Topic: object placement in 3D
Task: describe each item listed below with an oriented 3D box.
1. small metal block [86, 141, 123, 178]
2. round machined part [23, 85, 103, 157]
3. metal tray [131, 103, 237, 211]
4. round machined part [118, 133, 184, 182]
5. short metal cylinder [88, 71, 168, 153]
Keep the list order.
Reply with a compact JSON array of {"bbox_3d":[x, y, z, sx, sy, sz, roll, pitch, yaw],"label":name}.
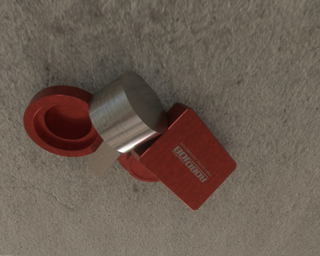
[{"bbox_3d":[-0.060,0.028,0.391,0.025,0.050,0.050,41,122,-1],"label":"small metal block"},{"bbox_3d":[-0.112,-0.012,0.385,0.099,0.042,0.097,-1,130,0],"label":"round machined part"},{"bbox_3d":[0.036,0.041,0.412,0.090,0.030,0.130,-46,122,-5],"label":"metal tray"},{"bbox_3d":[-0.011,0.038,0.430,0.099,0.042,0.097,-1,130,0],"label":"round machined part"},{"bbox_3d":[-0.035,-0.018,0.358,0.050,0.080,0.080,-31,124,23],"label":"short metal cylinder"}]
